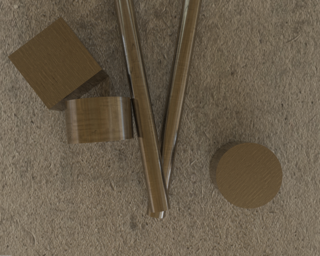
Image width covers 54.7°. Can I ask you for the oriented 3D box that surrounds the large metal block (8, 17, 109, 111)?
[{"bbox_3d":[-0.126,-0.078,0.396,0.080,0.050,0.080,-37,90,0],"label":"large metal block"}]

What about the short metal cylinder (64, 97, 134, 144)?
[{"bbox_3d":[-0.074,-0.009,0.382,0.081,0.080,0.050,-4,90,0],"label":"short metal cylinder"}]

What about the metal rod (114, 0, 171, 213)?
[{"bbox_3d":[-0.026,-0.045,0.395,0.025,0.025,0.298,-10,85,0],"label":"metal rod"}]

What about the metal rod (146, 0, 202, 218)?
[{"bbox_3d":[0.020,-0.032,0.409,0.025,0.025,0.298,10,90,0],"label":"metal rod"}]

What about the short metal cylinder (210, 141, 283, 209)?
[{"bbox_3d":[0.108,0.057,0.398,0.081,0.050,0.079,0,90,0],"label":"short metal cylinder"}]
